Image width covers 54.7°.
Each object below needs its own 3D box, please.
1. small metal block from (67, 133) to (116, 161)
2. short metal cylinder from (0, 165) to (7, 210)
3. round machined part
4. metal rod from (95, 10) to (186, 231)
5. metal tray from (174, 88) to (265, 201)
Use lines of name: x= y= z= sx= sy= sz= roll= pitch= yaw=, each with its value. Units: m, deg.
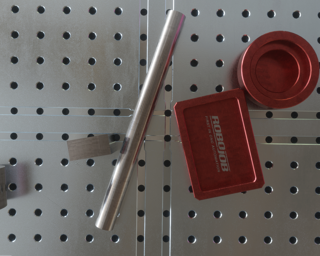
small metal block: x=-0.086 y=0.024 z=0.400 sx=0.050 sy=0.050 sz=0.025 roll=-10 pitch=90 yaw=0
short metal cylinder: x=-0.235 y=0.076 z=0.383 sx=0.081 sy=0.080 sz=0.050 roll=-3 pitch=90 yaw=-1
round machined part: x=0.150 y=-0.073 z=0.407 sx=0.099 sy=0.042 sz=0.097 roll=0 pitch=90 yaw=-1
metal rod: x=-0.026 y=-0.010 z=0.413 sx=0.025 sy=0.025 sz=0.298 roll=19 pitch=90 yaw=-1
metal tray: x=0.076 y=0.021 z=0.407 sx=0.090 sy=0.030 sz=0.129 roll=-13 pitch=90 yaw=5
